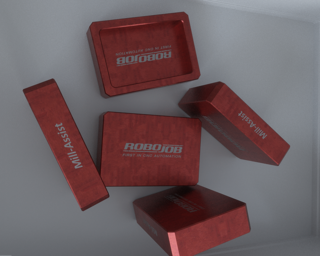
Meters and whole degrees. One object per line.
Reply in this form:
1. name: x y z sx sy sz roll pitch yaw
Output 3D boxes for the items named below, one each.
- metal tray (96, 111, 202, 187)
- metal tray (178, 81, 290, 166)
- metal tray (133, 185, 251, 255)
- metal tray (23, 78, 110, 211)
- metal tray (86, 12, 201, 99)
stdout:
1. metal tray: -0.013 0.028 0.401 0.131 0.030 0.089 4 89 -21
2. metal tray: 0.095 -0.004 0.410 0.130 0.090 0.030 39 78 -16
3. metal tray: 0.030 0.101 0.364 0.091 0.130 0.030 -13 95 -20
4. metal tray: -0.103 0.017 0.336 0.030 0.090 0.129 -26 99 -19
5. metal tray: -0.019 -0.095 0.400 0.131 0.030 0.089 -14 95 -20
